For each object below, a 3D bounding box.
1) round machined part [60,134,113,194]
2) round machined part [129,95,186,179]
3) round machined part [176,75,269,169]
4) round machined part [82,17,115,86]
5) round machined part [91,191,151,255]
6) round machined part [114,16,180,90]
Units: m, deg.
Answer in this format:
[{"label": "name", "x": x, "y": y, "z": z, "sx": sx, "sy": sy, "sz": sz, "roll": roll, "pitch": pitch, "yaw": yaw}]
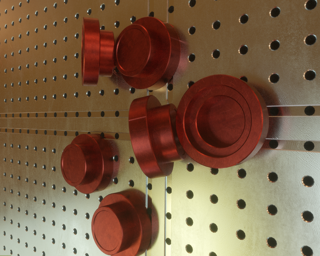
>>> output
[{"label": "round machined part", "x": -0.124, "y": 0.058, "z": 0.502, "sx": 0.098, "sy": 0.042, "sz": 0.097, "roll": 0, "pitch": 90, "yaw": 40}, {"label": "round machined part", "x": 0.002, "y": 0.008, "z": 0.367, "sx": 0.042, "sy": 0.098, "sz": 0.098, "roll": -13, "pitch": 81, "yaw": 15}, {"label": "round machined part", "x": 0.069, "y": -0.006, "z": 0.338, "sx": 0.098, "sy": 0.042, "sz": 0.097, "roll": -1, "pitch": 88, "yaw": 35}, {"label": "round machined part", "x": -0.092, "y": -0.110, "z": 0.457, "sx": 0.098, "sy": 0.042, "sz": 0.097, "roll": -179, "pitch": 89, "yaw": -74}, {"label": "round machined part", "x": -0.063, "y": 0.144, "z": 0.451, "sx": 0.098, "sy": 0.042, "sz": 0.097, "roll": 0, "pitch": 90, "yaw": 40}, {"label": "round machined part", "x": -0.024, "y": -0.102, "z": 0.419, "sx": 0.098, "sy": 0.042, "sz": 0.097, "roll": 0, "pitch": 90, "yaw": 40}]
